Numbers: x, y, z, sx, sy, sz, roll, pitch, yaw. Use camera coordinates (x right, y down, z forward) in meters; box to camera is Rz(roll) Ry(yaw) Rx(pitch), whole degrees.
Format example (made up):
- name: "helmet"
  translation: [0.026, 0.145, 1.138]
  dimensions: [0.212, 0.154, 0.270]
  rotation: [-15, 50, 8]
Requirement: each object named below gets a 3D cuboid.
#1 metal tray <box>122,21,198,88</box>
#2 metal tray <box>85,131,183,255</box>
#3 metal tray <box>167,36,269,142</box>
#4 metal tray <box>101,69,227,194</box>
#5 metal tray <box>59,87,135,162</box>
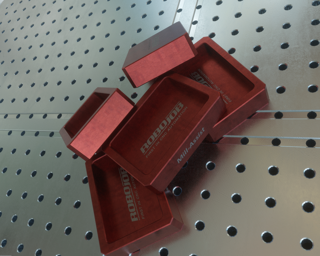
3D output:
- name: "metal tray"
  translation: [-0.001, -0.106, 0.431]
  dimensions: [0.090, 0.030, 0.130]
  rotation: [-27, 23, 11]
- name: "metal tray"
  translation: [-0.037, 0.076, 0.376]
  dimensions: [0.090, 0.030, 0.130]
  rotation: [-29, 52, 9]
- name: "metal tray"
  translation: [0.064, -0.055, 0.404]
  dimensions: [0.090, 0.030, 0.130]
  rotation: [-37, 51, 3]
- name: "metal tray"
  translation: [0.003, 0.000, 0.364]
  dimensions: [0.090, 0.030, 0.130]
  rotation: [32, 79, 37]
- name: "metal tray"
  translation: [-0.090, -0.012, 0.418]
  dimensions: [0.090, 0.030, 0.130]
  rotation: [-51, 22, -8]
